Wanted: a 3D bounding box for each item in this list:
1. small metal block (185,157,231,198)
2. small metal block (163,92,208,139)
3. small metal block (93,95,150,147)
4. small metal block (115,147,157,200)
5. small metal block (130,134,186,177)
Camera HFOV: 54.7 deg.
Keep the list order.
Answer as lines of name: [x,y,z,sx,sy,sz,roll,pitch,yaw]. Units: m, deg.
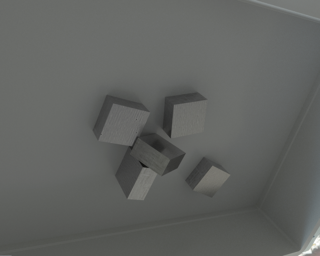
small metal block: [0.078,0.081,0.504,0.050,0.025,0.050,29,102,-38]
small metal block: [0.033,-0.018,0.418,0.050,0.025,0.050,-10,123,-23]
small metal block: [-0.047,-0.008,0.379,0.050,0.025,0.050,12,112,-34]
small metal block: [-0.032,0.060,0.414,0.025,0.050,0.050,14,111,-34]
small metal block: [-0.002,0.033,0.401,0.050,0.050,0.025,-11,131,-63]
